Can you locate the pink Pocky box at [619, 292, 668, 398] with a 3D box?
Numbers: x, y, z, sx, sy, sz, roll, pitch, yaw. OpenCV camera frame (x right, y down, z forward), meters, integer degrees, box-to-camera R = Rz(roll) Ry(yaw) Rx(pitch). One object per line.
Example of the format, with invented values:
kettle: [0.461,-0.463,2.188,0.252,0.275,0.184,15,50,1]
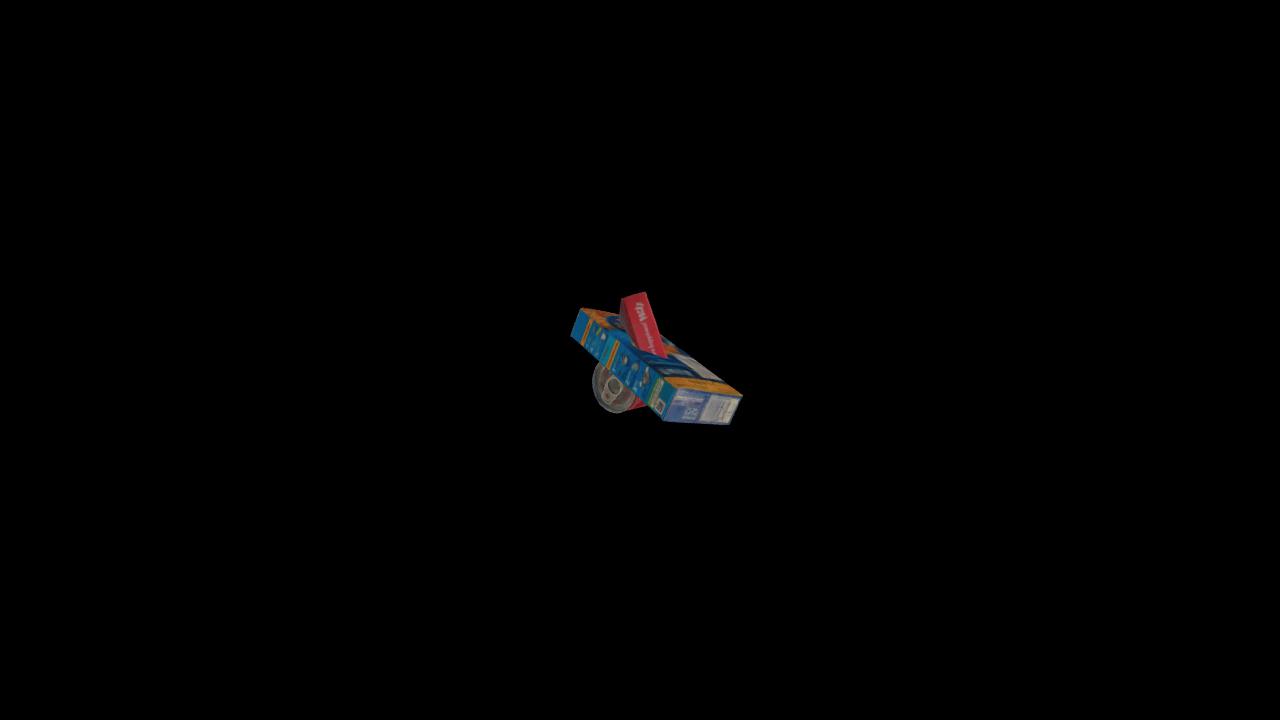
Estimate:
pink Pocky box: [0.000,-0.008,0.676,0.029,0.084,0.155,-16,-13,-8]

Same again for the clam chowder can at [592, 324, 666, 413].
clam chowder can: [0.001,0.024,0.751,0.068,0.068,0.102,0,5,39]

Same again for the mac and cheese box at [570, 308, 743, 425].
mac and cheese box: [0.012,0.004,0.634,0.093,0.041,0.184,7,22,-40]
